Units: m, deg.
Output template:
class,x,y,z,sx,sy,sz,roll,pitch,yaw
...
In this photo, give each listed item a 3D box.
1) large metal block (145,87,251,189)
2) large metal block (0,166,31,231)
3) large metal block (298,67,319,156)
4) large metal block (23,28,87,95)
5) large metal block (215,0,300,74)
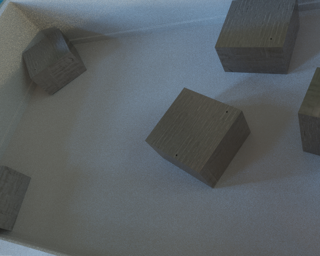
class,x,y,z,sx,sy,sz,roll,pitch,yaw
large metal block,0.044,0.010,0.360,0.080,0.050,0.080,28,77,37
large metal block,-0.251,0.103,0.455,0.080,0.050,0.080,-4,60,25
large metal block,0.178,-0.005,0.280,0.080,0.080,0.050,18,71,34
large metal block,-0.190,-0.119,0.556,0.080,0.050,0.080,-34,53,2
large metal block,0.126,-0.117,0.395,0.080,0.050,0.080,9,66,31
